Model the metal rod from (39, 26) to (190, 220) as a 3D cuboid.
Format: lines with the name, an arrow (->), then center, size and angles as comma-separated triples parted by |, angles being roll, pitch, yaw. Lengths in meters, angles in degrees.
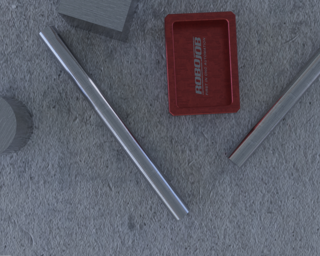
metal rod -> -0.059, -0.006, 0.409 | 0.025, 0.025, 0.299 | -37, 90, 0

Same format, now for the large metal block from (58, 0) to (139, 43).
large metal block -> -0.073, -0.165, 0.396 | 0.080, 0.050, 0.080 | 17, 90, -1

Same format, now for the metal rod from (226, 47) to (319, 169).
metal rod -> 0.195, -0.068, 0.412 | 0.025, 0.025, 0.300 | 41, 90, -1

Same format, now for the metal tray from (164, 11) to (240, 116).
metal tray -> 0.054, -0.082, 0.408 | 0.091, 0.030, 0.129 | -3, 90, -1

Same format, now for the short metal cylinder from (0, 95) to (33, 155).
short metal cylinder -> -0.212, -0.004, 0.395 | 0.081, 0.050, 0.079 | 0, 90, -1
